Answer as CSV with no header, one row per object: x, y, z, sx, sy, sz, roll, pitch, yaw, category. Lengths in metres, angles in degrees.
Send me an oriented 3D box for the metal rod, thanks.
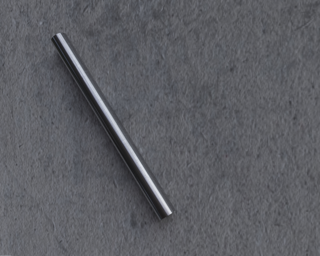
-0.070,-0.010,0.432,0.025,0.025,0.299,-36,79,16,metal rod
